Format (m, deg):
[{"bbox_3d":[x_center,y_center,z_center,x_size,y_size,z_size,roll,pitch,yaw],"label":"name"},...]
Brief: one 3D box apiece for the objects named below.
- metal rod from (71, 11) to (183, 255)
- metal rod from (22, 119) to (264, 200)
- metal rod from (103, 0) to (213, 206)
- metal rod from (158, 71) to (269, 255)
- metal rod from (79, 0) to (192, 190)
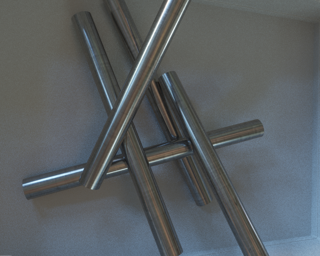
[{"bbox_3d":[-0.041,0.003,0.360,0.025,0.025,0.299,-19,83,-19],"label":"metal rod"},{"bbox_3d":[-0.010,0.035,0.386,0.302,0.025,0.025,-14,95,-12],"label":"metal rod"},{"bbox_3d":[0.001,-0.031,0.411,0.025,0.025,0.299,-28,99,-18],"label":"metal rod"},{"bbox_3d":[0.071,0.066,0.361,0.025,0.025,0.299,-21,76,-19],"label":"metal rod"},{"bbox_3d":[-0.012,-0.069,0.322,0.025,0.025,0.298,24,100,-19],"label":"metal rod"}]
